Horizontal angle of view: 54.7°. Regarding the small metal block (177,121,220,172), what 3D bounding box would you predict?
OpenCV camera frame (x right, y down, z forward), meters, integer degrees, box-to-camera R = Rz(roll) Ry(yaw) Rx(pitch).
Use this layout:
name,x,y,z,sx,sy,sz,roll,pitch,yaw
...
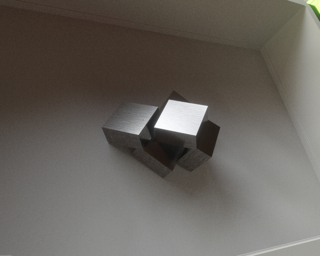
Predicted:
name,x,y,z,sx,sy,sz,roll,pitch,yaw
small metal block,0.049,0.022,0.402,0.025,0.050,0.050,31,52,-9

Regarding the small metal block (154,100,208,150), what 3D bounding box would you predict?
name,x,y,z,sx,sy,sz,roll,pitch,yaw
small metal block,0.027,-0.005,0.375,0.050,0.025,0.050,11,49,19

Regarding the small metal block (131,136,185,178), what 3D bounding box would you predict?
name,x,y,z,sx,sy,sz,roll,pitch,yaw
small metal block,0.000,0.026,0.389,0.050,0.025,0.050,36,51,-4

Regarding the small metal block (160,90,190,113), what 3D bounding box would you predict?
name,x,y,z,sx,sy,sz,roll,pitch,yaw
small metal block,0.023,-0.016,0.427,0.050,0.025,0.050,36,51,-4

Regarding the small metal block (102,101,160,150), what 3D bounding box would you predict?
name,x,y,z,sx,sy,sz,roll,pitch,yaw
small metal block,-0.033,-0.004,0.374,0.050,0.025,0.050,11,46,25
